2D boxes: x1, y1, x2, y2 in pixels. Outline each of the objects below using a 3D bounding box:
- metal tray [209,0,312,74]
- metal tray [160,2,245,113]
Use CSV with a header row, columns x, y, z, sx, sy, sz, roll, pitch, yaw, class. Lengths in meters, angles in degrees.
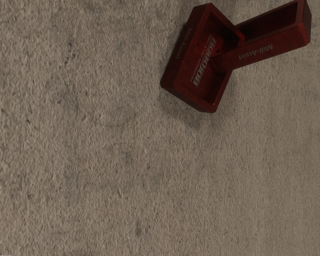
x,y,z,sx,sy,sz,roll,pitch,yaw,class
0.144,-0.132,0.446,0.030,0.130,0.090,54,42,-27,metal tray
0.064,-0.097,0.444,0.090,0.030,0.130,29,81,-36,metal tray
